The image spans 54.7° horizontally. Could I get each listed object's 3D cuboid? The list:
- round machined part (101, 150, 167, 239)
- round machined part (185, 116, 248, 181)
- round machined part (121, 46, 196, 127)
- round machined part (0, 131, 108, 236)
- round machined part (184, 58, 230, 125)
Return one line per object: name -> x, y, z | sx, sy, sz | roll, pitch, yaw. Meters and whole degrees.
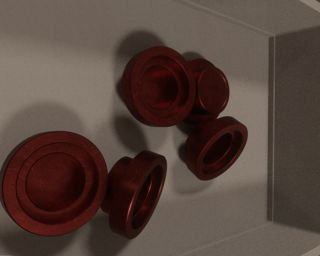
round machined part -> -0.032, 0.071, 0.352 | 0.097, 0.042, 0.098 | -72, 162, 0
round machined part -> 0.075, 0.024, 0.442 | 0.099, 0.042, 0.097 | -25, 136, -26
round machined part -> -0.005, -0.050, 0.389 | 0.099, 0.042, 0.097 | 0, 90, -36
round machined part -> -0.105, 0.052, 0.306 | 0.099, 0.042, 0.097 | 1, 88, -36
round machined part -> 0.064, -0.053, 0.452 | 0.099, 0.042, 0.097 | 0, 90, -40
